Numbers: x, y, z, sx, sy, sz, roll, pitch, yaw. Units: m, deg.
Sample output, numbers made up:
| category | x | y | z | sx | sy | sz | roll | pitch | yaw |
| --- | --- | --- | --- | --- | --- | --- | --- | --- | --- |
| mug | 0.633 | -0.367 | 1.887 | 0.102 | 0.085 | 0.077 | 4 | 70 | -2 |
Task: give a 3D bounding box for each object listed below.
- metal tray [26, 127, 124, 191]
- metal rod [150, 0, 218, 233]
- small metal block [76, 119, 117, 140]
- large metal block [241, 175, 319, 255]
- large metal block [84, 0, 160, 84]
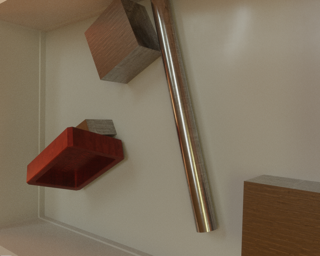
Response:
| category | x | y | z | sx | sy | sz | roll | pitch | yaw |
| --- | --- | --- | --- | --- | --- | --- | --- | --- | --- |
| metal tray | -0.128 | 0.051 | 0.463 | 0.130 | 0.091 | 0.030 | -36 | 52 | 34 |
| metal rod | 0.027 | -0.027 | 0.382 | 0.025 | 0.025 | 0.298 | -18 | 79 | 38 |
| small metal block | -0.104 | 0.009 | 0.473 | 0.050 | 0.050 | 0.025 | -32 | 71 | 35 |
| large metal block | 0.125 | 0.091 | 0.287 | 0.080 | 0.050 | 0.079 | 3 | 92 | 39 |
| large metal block | -0.051 | -0.119 | 0.431 | 0.080 | 0.050 | 0.080 | -33 | 70 | 35 |
